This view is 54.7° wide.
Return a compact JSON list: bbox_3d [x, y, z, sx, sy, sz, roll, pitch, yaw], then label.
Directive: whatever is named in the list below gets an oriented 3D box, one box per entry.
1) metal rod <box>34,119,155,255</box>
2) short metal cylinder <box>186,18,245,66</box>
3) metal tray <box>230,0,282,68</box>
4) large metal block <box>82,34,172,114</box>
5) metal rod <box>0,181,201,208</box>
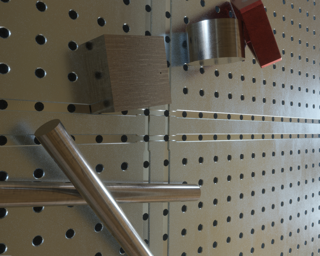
[{"bbox_3d":[-0.042,0.115,0.349,0.025,0.025,0.299,-46,125,-30],"label":"metal rod"},{"bbox_3d":[0.078,-0.119,0.438,0.081,0.080,0.050,-8,95,-40],"label":"short metal cylinder"},{"bbox_3d":[0.145,-0.156,0.480,0.090,0.030,0.130,60,18,-22],"label":"metal tray"},{"bbox_3d":[-0.037,-0.062,0.361,0.081,0.050,0.079,-12,98,-39],"label":"large metal block"},{"bbox_3d":[-0.065,0.075,0.355,0.302,0.025,0.025,9,84,-40],"label":"metal rod"}]
